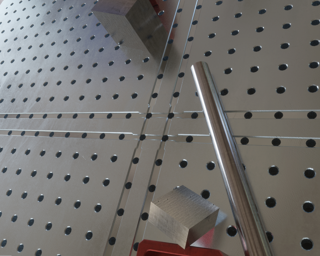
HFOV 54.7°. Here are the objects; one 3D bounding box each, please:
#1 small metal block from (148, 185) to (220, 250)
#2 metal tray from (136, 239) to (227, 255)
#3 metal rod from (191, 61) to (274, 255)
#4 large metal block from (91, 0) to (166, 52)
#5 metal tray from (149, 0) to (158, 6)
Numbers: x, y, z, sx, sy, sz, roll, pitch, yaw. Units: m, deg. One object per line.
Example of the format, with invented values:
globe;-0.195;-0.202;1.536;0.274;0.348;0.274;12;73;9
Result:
small metal block;0.025;0.090;0.321;0.050;0.050;0.025;27;120;37
metal tray;0.013;0.178;0.287;0.090;0.030;0.130;-2;61;26
metal rod;0.077;0.038;0.343;0.025;0.025;0.299;-21;54;15
large metal block;-0.050;-0.176;0.506;0.080;0.080;0.050;23;75;36
metal tray;-0.036;-0.293;0.563;0.030;0.090;0.130;-14;56;20
